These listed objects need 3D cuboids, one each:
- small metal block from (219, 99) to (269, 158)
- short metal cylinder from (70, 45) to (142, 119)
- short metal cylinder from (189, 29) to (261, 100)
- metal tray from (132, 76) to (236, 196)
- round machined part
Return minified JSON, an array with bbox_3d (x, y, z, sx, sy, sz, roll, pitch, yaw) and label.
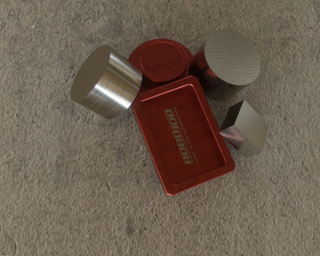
[{"bbox_3d":[0.107,0.001,0.391,0.050,0.025,0.050,43,49,-13],"label":"small metal block"},{"bbox_3d":[-0.069,-0.057,0.394,0.050,0.080,0.080,32,66,-36],"label":"short metal cylinder"},{"bbox_3d":[0.086,-0.084,0.416,0.081,0.050,0.080,6,71,-17],"label":"short metal cylinder"},{"bbox_3d":[0.027,0.009,0.392,0.091,0.030,0.129,-21,81,-8],"label":"metal tray"},{"bbox_3d":[0.002,-0.085,0.432,0.099,0.042,0.098,0,70,0],"label":"round machined part"}]
